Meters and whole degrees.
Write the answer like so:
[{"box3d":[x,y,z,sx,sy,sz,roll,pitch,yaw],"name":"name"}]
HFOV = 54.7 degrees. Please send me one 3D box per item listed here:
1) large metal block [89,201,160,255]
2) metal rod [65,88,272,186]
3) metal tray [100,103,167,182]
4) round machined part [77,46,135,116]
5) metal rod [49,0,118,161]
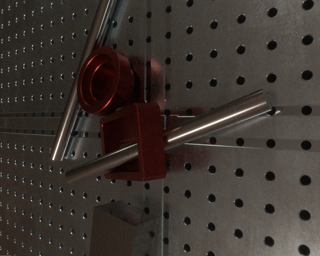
[{"box3d":[-0.051,0.156,0.433,0.080,0.050,0.079,11,97,39],"name":"large metal block"},{"box3d":[-0.010,0.022,0.390,0.300,0.025,0.025,-23,75,29],"name":"metal rod"},{"box3d":[-0.041,0.022,0.409,0.130,0.030,0.089,-13,81,59],"name":"metal tray"},{"box3d":[-0.075,-0.065,0.451,0.098,0.042,0.098,-10,74,40],"name":"round machined part"},{"box3d":[-0.130,-0.076,0.513,0.025,0.025,0.298,37,112,33],"name":"metal rod"}]
